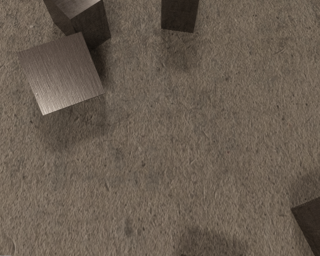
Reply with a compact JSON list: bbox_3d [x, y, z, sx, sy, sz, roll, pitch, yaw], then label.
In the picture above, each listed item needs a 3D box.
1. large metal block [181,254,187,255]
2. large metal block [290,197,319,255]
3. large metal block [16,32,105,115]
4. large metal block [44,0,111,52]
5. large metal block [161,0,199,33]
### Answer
[{"bbox_3d":[0.052,0.188,0.327,0.080,0.050,0.080,16,71,5],"label":"large metal block"},{"bbox_3d":[0.215,0.114,0.356,0.081,0.050,0.080,-20,71,-8],"label":"large metal block"},{"bbox_3d":[-0.124,-0.069,0.402,0.080,0.050,0.080,-21,98,-8],"label":"large metal block"},{"bbox_3d":[-0.119,-0.164,0.437,0.050,0.080,0.080,-39,75,-13],"label":"large metal block"},{"bbox_3d":[0.033,-0.200,0.452,0.050,0.080,0.080,9,70,3],"label":"large metal block"}]
